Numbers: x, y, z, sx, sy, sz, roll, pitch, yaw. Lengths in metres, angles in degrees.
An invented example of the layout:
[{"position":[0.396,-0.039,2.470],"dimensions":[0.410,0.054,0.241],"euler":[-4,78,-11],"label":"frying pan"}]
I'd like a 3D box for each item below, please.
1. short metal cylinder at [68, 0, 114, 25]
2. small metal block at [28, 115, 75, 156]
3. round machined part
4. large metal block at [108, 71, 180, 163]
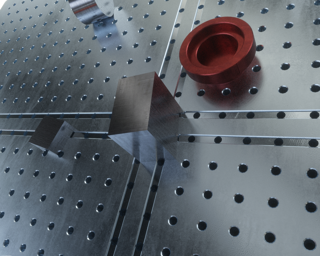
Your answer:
[{"position":[-0.131,-0.245,0.593],"dimensions":[0.050,0.080,0.080],"euler":[-12,57,22],"label":"short metal cylinder"},{"position":[-0.172,0.011,0.492],"dimensions":[0.050,0.025,0.050],"euler":[14,69,33],"label":"small metal block"},{"position":[0.079,-0.098,0.416],"dimensions":[0.098,0.042,0.098],"euler":[-13,56,21],"label":"round machined part"},{"position":[-0.016,-0.011,0.388],"dimensions":[0.050,0.080,0.080],"euler":[-8,58,24],"label":"large metal block"}]
